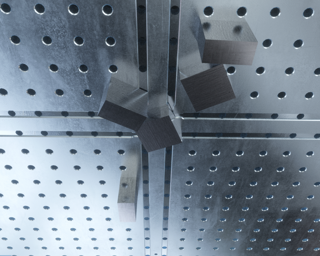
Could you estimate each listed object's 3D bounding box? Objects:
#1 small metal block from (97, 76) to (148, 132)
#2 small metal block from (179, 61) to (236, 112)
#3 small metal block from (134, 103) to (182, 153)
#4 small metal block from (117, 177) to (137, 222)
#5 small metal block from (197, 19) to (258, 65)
[{"bbox_3d":[-0.043,-0.029,0.370,0.050,0.050,0.025,22,127,-18],"label":"small metal block"},{"bbox_3d":[0.056,-0.053,0.367,0.050,0.025,0.050,-20,128,16],"label":"small metal block"},{"bbox_3d":[-0.003,0.001,0.412,0.050,0.025,0.050,-17,128,14],"label":"small metal block"},{"bbox_3d":[-0.050,0.113,0.491,0.025,0.050,0.050,0,130,0],"label":"small metal block"},{"bbox_3d":[0.067,-0.089,0.320,0.050,0.050,0.025,2,130,-2],"label":"small metal block"}]
